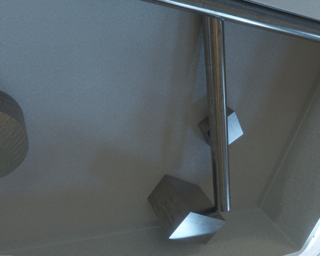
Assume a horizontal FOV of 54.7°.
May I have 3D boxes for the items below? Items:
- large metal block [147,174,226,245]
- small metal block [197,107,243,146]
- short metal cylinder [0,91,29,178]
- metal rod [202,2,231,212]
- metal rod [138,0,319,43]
[{"bbox_3d":[0.039,0.125,0.473,0.080,0.080,0.050,26,107,-37],"label":"large metal block"},{"bbox_3d":[0.091,0.001,0.461,0.050,0.025,0.050,-36,130,-5],"label":"small metal block"},{"bbox_3d":[-0.174,0.006,0.301,0.081,0.050,0.079,-14,125,-21],"label":"short metal cylinder"},{"bbox_3d":[0.078,-0.012,0.417,0.025,0.025,0.298,-17,117,-19],"label":"metal rod"},{"bbox_3d":[0.077,-0.129,0.337,0.303,0.025,0.025,4,117,-24],"label":"metal rod"}]
